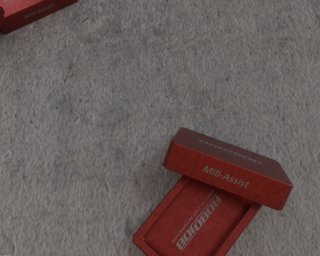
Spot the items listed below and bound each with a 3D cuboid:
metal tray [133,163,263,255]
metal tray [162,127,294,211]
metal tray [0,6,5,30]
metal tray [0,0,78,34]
[{"bbox_3d":[0.044,0.107,0.360,0.090,0.030,0.130,39,79,12],"label":"metal tray"},{"bbox_3d":[0.075,0.041,0.358,0.131,0.090,0.030,20,103,7],"label":"metal tray"},{"bbox_3d":[-0.295,-0.148,0.436,0.131,0.030,0.089,20,98,7],"label":"metal tray"},{"bbox_3d":[-0.206,-0.212,0.480,0.131,0.030,0.090,-30,73,-11],"label":"metal tray"}]
